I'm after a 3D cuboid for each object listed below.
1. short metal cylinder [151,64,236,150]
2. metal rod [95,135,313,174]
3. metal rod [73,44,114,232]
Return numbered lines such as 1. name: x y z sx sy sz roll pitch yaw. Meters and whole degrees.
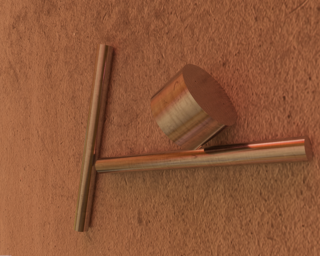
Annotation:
1. short metal cylinder: 0.037 -0.023 0.339 0.050 0.081 0.080 -40 66 33
2. metal rod: 0.024 0.039 0.384 0.300 0.025 0.025 -10 84 39
3. metal rod: -0.107 0.020 0.493 0.025 0.025 0.298 15 100 39
